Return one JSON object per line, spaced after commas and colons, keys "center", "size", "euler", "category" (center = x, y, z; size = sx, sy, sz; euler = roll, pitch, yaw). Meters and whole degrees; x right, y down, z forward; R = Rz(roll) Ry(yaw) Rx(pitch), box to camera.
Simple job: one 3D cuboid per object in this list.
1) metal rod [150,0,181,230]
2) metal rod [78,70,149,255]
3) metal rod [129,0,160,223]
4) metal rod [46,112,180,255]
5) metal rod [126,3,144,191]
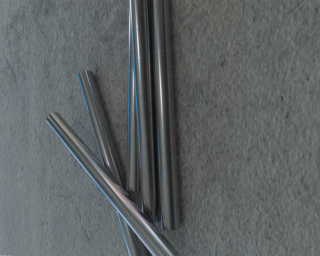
{"center": [0.006, -0.023, 0.397], "size": [0.025, 0.025, 0.298], "euler": [-5, 87, 39], "category": "metal rod"}
{"center": [-0.073, 0.050, 0.462], "size": [0.025, 0.025, 0.299], "euler": [-30, 71, 35], "category": "metal rod"}
{"center": [-0.019, -0.026, 0.406], "size": [0.025, 0.025, 0.298], "euler": [-2, 93, 39], "category": "metal rod"}
{"center": [-0.081, 0.069, 0.435], "size": [0.300, 0.025, 0.025], "euler": [42, 115, 31], "category": "metal rod"}
{"center": [-0.032, -0.064, 0.428], "size": [0.025, 0.025, 0.298], "euler": [1, 91, 39], "category": "metal rod"}
